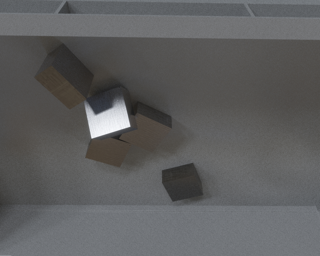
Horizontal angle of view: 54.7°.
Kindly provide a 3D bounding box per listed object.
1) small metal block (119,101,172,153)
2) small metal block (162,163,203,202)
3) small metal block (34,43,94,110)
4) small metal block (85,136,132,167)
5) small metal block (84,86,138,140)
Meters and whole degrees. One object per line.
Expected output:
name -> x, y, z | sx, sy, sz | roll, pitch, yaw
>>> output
small metal block -> -0.019, -0.001, 0.408 | 0.050, 0.025, 0.050 | 24, 126, -20
small metal block -> 0.035, 0.085, 0.482 | 0.050, 0.025, 0.050 | -16, 129, 12
small metal block -> -0.104, -0.057, 0.343 | 0.025, 0.050, 0.050 | -28, 125, 21
small metal block -> -0.070, 0.023, 0.428 | 0.050, 0.025, 0.050 | 18, 128, -15
small metal block -> -0.060, -0.017, 0.375 | 0.050, 0.050, 0.025 | -17, 169, 13
